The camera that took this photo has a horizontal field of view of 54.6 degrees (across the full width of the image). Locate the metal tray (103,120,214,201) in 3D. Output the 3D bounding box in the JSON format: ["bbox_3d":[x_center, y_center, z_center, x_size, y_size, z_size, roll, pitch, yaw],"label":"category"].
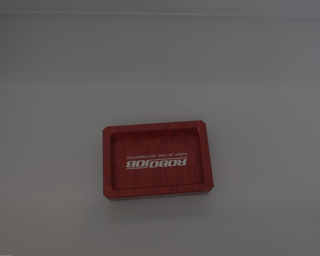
[{"bbox_3d":[-0.004,0.041,0.392,0.131,0.030,0.090,-4,70,-2],"label":"metal tray"}]
